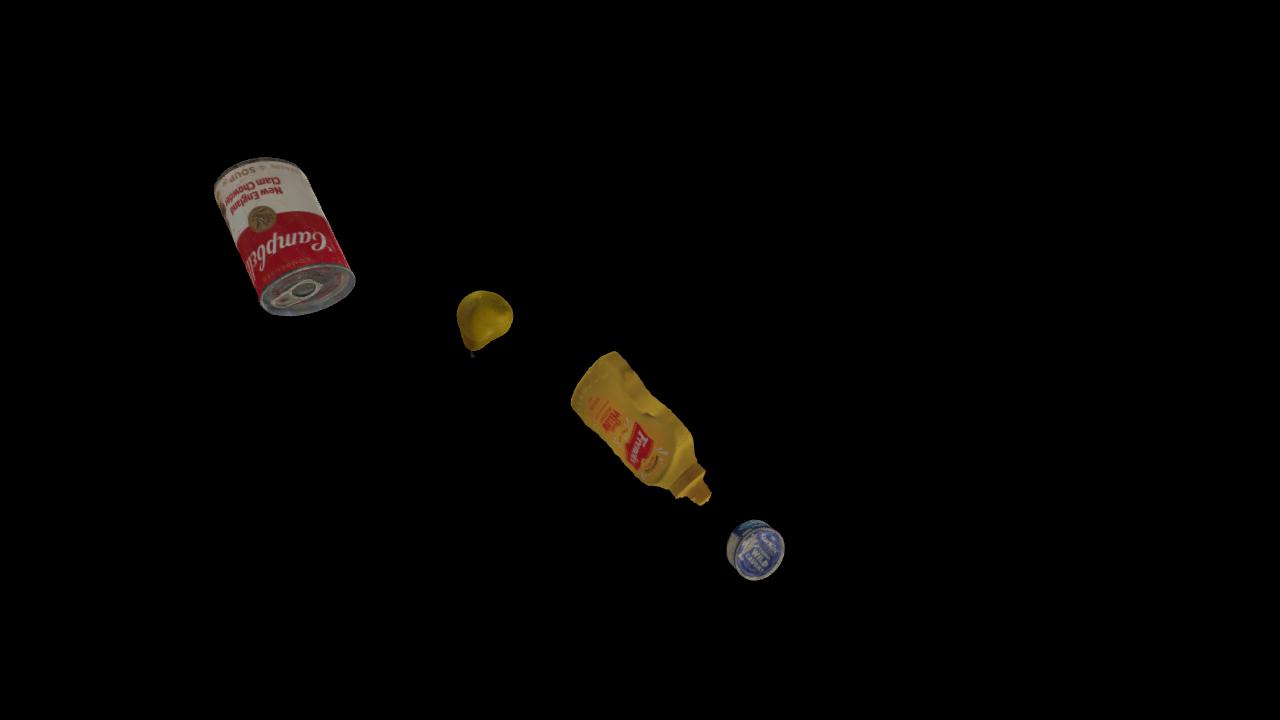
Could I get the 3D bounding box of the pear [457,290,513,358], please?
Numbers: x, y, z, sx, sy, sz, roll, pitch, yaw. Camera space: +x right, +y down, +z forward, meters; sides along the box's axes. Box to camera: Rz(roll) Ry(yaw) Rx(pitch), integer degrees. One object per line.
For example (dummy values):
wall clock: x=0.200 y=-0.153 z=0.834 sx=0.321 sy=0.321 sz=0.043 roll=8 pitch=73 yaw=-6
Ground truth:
pear: x=-0.237 y=-0.047 z=0.899 sx=0.080 sy=0.111 sz=0.080 roll=32 pitch=25 yaw=-17

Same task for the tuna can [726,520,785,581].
tuna can: x=0.172 y=0.283 z=0.920 sx=0.084 sy=0.084 sz=0.034 roll=0 pitch=12 yaw=-20

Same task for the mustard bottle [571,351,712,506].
mustard bottle: x=0.008 y=0.082 z=0.657 sx=0.054 sy=0.184 sz=0.092 roll=-24 pitch=-25 yaw=-53

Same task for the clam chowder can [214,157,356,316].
clam chowder can: x=-0.272 y=-0.094 z=0.473 sx=0.068 sy=0.102 sz=0.068 roll=-28 pitch=-11 yaw=-6
